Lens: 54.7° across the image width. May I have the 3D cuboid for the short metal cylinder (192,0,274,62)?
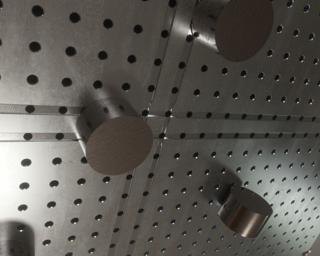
[{"bbox_3d":[0.085,-0.124,0.367,0.081,0.050,0.079,-14,124,-21],"label":"short metal cylinder"}]

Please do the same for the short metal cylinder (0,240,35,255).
[{"bbox_3d":[-0.204,0.195,0.405,0.081,0.050,0.079,-14,125,-21],"label":"short metal cylinder"}]

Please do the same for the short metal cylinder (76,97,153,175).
[{"bbox_3d":[-0.055,0.010,0.372,0.081,0.050,0.079,-14,124,-21],"label":"short metal cylinder"}]

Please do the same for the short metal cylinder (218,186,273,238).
[{"bbox_3d":[0.152,0.148,0.553,0.081,0.080,0.050,11,113,-34],"label":"short metal cylinder"}]
